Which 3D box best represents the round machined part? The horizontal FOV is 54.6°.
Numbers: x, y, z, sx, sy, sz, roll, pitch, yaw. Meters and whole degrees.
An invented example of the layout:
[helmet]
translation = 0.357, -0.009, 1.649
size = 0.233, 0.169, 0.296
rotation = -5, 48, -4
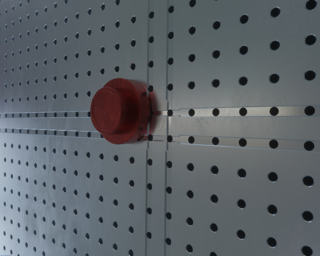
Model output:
[round machined part]
translation = -0.064, -0.025, 0.453
size = 0.098, 0.042, 0.097
rotation = 0, 90, 40
